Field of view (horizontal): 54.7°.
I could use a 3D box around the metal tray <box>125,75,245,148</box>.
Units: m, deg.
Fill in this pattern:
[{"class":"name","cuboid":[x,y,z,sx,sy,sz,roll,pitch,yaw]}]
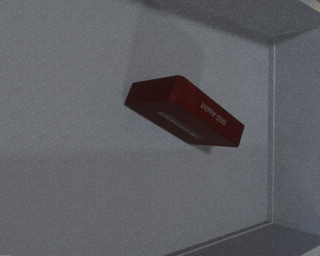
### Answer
[{"class":"metal tray","cuboid":[0.033,-0.016,0.389,0.130,0.090,0.030,31,71,-37]}]
